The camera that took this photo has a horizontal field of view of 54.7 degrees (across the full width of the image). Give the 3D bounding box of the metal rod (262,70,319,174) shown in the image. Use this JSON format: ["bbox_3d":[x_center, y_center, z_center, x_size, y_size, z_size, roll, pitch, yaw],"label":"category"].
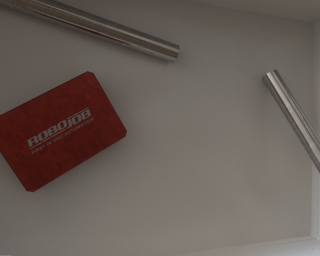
[{"bbox_3d":[0.231,0.048,0.437,0.025,0.025,0.299,-20,74,-19],"label":"metal rod"}]

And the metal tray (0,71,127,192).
[{"bbox_3d":[-0.117,0.002,0.365,0.131,0.030,0.090,-32,101,-18],"label":"metal tray"}]

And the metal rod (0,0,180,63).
[{"bbox_3d":[-0.117,-0.135,0.367,0.302,0.025,0.025,14,85,-20],"label":"metal rod"}]
